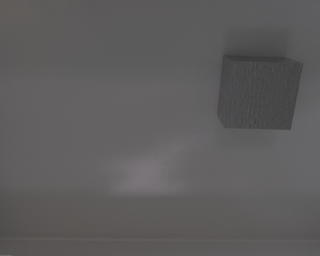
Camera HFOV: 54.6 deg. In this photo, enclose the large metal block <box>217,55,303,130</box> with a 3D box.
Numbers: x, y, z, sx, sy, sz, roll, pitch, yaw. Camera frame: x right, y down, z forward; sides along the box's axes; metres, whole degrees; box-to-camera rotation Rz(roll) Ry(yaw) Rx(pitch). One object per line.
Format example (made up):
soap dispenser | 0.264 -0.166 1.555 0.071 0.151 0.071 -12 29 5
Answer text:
large metal block | 0.119 -0.045 0.382 0.080 0.050 0.079 2 110 -1
